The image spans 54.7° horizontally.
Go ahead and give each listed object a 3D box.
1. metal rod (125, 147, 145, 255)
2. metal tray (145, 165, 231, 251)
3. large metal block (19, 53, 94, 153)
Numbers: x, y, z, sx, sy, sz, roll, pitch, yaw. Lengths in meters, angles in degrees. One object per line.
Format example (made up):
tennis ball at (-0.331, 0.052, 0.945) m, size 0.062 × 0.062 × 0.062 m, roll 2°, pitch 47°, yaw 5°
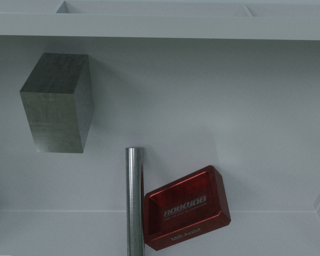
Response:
metal rod at (-0.034, 0.177, 0.437) m, size 0.025 × 0.025 × 0.298 m, roll -1°, pitch 90°, yaw 0°
metal tray at (0.036, 0.121, 0.469) m, size 0.130 × 0.090 × 0.030 m, roll -28°, pitch 125°, yaw 21°
large metal block at (-0.109, -0.029, 0.347) m, size 0.050 × 0.080 × 0.079 m, roll 2°, pitch 130°, yaw -2°
